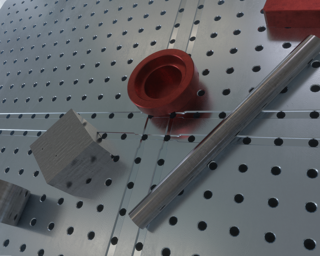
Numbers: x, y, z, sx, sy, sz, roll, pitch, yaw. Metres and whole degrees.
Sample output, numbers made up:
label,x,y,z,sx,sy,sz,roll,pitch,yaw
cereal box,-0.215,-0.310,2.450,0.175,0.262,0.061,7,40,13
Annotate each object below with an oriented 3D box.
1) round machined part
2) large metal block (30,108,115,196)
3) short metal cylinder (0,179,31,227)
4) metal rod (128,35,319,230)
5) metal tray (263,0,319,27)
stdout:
label,x,y,z,sx,sy,sz,roll,pitch,yaw
round machined part,0.008,-0.058,0.429,0.098,0.042,0.098,-13,56,21
large metal block,-0.125,0.033,0.438,0.080,0.050,0.080,-43,51,-1
short metal cylinder,-0.230,0.101,0.432,0.080,0.080,0.050,2,63,29
metal rod,0.080,0.002,0.364,0.300,0.025,0.025,-44,51,-3
metal tray,0.204,-0.195,0.418,0.090,0.030,0.130,13,68,33
